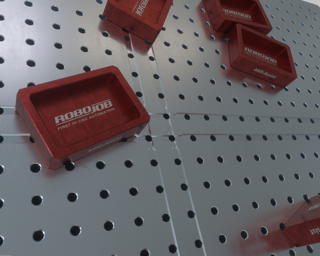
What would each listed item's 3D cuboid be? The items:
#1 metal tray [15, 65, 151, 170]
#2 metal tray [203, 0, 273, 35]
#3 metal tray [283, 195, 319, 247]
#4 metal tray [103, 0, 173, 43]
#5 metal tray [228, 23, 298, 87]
[{"bbox_3d":[-0.087,-0.018,0.368,0.131,0.030,0.090,-25,75,-37],"label":"metal tray"},{"bbox_3d":[0.158,-0.233,0.630,0.131,0.030,0.090,1,61,-28],"label":"metal tray"},{"bbox_3d":[0.234,0.106,0.401,0.091,0.129,0.030,-25,76,-37],"label":"metal tray"},{"bbox_3d":[-0.029,-0.210,0.516,0.090,0.030,0.130,26,53,-12],"label":"metal tray"},{"bbox_3d":[0.195,-0.138,0.592,0.131,0.030,0.090,16,55,-19],"label":"metal tray"}]
